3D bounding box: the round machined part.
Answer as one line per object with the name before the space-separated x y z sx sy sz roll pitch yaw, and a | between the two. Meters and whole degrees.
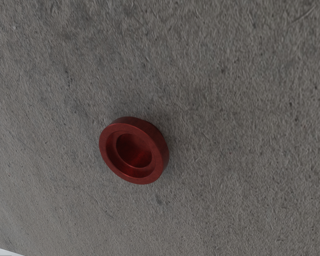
round machined part | -0.032 0.027 0.430 0.098 0.042 0.097 13 124 21
